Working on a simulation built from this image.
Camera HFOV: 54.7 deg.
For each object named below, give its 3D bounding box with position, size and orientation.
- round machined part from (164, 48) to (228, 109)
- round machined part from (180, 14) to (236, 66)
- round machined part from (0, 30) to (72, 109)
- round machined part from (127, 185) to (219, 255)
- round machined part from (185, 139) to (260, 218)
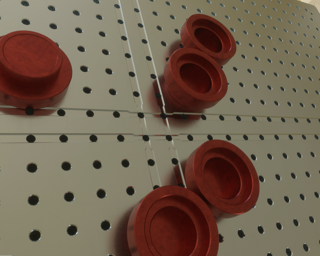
[{"bbox_3d":[0.050,-0.070,0.469,0.099,0.042,0.098,14,56,-21],"label":"round machined part"},{"bbox_3d":[0.077,-0.143,0.529,0.099,0.042,0.098,14,56,-21],"label":"round machined part"},{"bbox_3d":[-0.152,-0.074,0.361,0.099,0.042,0.098,14,56,-21],"label":"round machined part"},{"bbox_3d":[0.011,0.115,0.334,0.099,0.042,0.098,14,56,-21],"label":"round machined part"},{"bbox_3d":[0.075,0.067,0.399,0.099,0.042,0.098,14,56,-21],"label":"round machined part"}]
